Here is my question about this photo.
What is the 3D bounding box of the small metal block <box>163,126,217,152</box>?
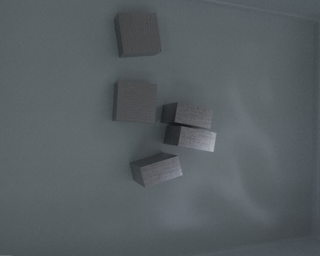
[{"bbox_3d":[0.039,0.014,0.413,0.050,0.050,0.025,11,87,-20],"label":"small metal block"}]

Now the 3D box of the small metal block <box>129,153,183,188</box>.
[{"bbox_3d":[-0.006,0.052,0.396,0.050,0.050,0.025,-15,96,-20],"label":"small metal block"}]

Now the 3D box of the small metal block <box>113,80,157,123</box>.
[{"bbox_3d":[-0.033,-0.032,0.399,0.050,0.025,0.050,3,89,-20],"label":"small metal block"}]

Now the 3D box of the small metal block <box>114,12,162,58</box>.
[{"bbox_3d":[-0.029,-0.120,0.400,0.050,0.025,0.050,-9,93,-20],"label":"small metal block"}]

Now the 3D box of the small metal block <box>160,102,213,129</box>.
[{"bbox_3d":[0.034,-0.015,0.411,0.050,0.050,0.025,10,87,-20],"label":"small metal block"}]
